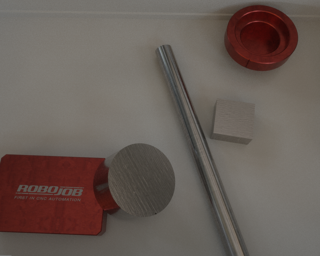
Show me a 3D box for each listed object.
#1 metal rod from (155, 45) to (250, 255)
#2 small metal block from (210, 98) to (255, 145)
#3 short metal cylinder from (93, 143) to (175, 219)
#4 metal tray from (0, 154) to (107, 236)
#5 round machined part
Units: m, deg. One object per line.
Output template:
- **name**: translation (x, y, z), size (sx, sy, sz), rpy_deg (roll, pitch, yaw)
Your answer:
- **metal rod**: translation (0.049, 0.021, 0.402), size (0.025, 0.025, 0.299), rpy_deg (-16, 71, -6)
- **small metal block**: translation (0.097, -0.009, 0.414), size (0.050, 0.025, 0.050), rpy_deg (9, 70, 3)
- **short metal cylinder**: translation (-0.030, 0.062, 0.356), size (0.081, 0.050, 0.080), rpy_deg (10, 69, -27)
- **metal tray**: translation (-0.130, 0.081, 0.376), size (0.131, 0.030, 0.090), rpy_deg (2, 70, 0)
- **round machined part**: translation (0.142, -0.124, 0.448), size (0.099, 0.042, 0.098), rpy_deg (0, 70, -1)
